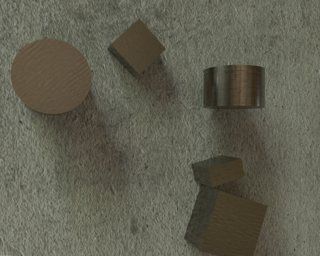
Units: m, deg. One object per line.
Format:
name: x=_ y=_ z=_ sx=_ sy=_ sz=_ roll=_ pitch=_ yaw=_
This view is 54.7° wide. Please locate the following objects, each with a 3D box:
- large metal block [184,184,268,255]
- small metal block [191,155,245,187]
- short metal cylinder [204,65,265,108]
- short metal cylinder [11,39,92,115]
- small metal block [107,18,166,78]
large metal block: x=0.091 y=0.131 z=0.430 sx=0.080 sy=0.050 sz=0.080 roll=21 pitch=83 yaw=-19
small metal block: x=0.079 y=0.058 z=0.425 sx=0.050 sy=0.050 sz=0.025 roll=-14 pitch=95 yaw=-20
short metal cylinder: x=0.099 y=-0.052 z=0.417 sx=0.081 sy=0.080 sz=0.050 roll=0 pitch=90 yaw=-20
short metal cylinder: x=-0.122 y=-0.055 z=0.351 sx=0.081 sy=0.050 sz=0.080 roll=0 pitch=90 yaw=-20
small metal block: x=-0.030 y=-0.102 z=0.398 sx=0.050 sy=0.025 sz=0.050 roll=47 pitch=76 yaw=-14
